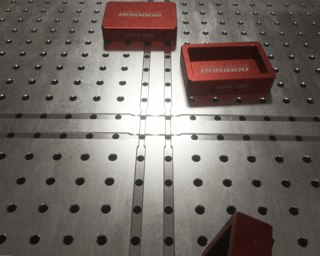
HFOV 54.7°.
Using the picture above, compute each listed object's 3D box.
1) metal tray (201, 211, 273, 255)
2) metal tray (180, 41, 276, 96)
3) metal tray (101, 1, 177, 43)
[{"bbox_3d":[0.047,0.140,0.231,0.030,0.089,0.130,22,42,3],"label":"metal tray"},{"bbox_3d":[0.102,-0.095,0.485,0.131,0.030,0.090,-3,50,-3],"label":"metal tray"},{"bbox_3d":[-0.035,-0.196,0.569,0.131,0.030,0.090,0,50,0],"label":"metal tray"}]
